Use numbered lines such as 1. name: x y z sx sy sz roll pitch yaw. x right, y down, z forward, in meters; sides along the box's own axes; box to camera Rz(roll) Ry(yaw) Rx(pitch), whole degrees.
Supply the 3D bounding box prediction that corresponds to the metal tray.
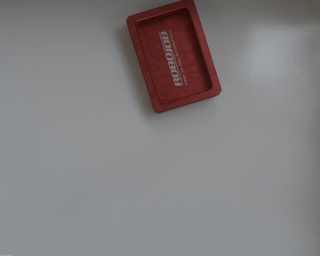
1. metal tray: 0.018 -0.093 0.409 0.090 0.030 0.129 -17 90 -1
